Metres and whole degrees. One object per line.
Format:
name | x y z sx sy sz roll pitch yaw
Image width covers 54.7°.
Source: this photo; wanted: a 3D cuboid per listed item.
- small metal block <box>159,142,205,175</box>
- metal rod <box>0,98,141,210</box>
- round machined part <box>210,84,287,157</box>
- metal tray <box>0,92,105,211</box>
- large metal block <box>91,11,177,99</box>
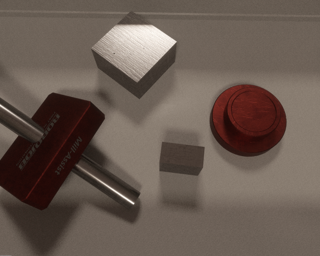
small metal block | 0.026 0.039 0.382 0.050 0.050 0.025 7 70 2
metal rod | -0.155 0.005 0.375 0.301 0.025 0.025 34 73 -1
round machined part | 0.118 -0.015 0.407 0.099 0.042 0.098 0 70 -1
metal tray | -0.135 0.022 0.374 0.090 0.030 0.130 15 67 39
large metal block | -0.034 -0.102 0.433 0.080 0.050 0.080 38 74 12
